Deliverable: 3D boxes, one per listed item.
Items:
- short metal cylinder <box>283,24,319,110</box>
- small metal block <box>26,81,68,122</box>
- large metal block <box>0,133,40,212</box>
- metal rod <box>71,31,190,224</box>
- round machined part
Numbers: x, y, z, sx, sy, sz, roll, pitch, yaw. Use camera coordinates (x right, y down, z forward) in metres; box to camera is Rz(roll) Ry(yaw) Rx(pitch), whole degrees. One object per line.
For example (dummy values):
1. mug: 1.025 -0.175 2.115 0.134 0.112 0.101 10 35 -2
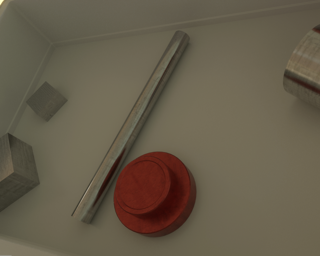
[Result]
1. short metal cylinder: 0.174 -0.060 0.316 0.080 0.080 0.050 -45 51 -3
2. small metal block: -0.196 -0.046 0.534 0.050 0.025 0.050 -49 52 -6
3. large metal block: -0.239 0.068 0.470 0.080 0.050 0.080 -35 52 4
4. metal rod: -0.033 -0.013 0.428 0.025 0.025 0.300 16 70 34
5. round machined part: -0.012 0.071 0.356 0.098 0.042 0.098 -13 56 20
